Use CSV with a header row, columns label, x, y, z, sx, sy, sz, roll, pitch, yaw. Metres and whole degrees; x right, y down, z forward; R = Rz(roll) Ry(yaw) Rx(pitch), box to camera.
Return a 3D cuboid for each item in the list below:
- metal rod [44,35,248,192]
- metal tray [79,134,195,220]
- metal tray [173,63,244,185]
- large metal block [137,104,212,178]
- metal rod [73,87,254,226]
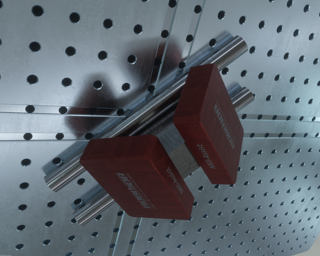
label,x,y,z,sx,sy,sz,roll,pitch,yaw
metal rod,-0.014,-0.020,0.393,0.301,0.025,0.025,-37,130,-4
metal tray,-0.023,0.063,0.369,0.090,0.030,0.130,-5,135,27
metal tray,0.065,-0.001,0.377,0.130,0.030,0.090,56,42,-39
large metal block,0.016,0.017,0.396,0.080,0.080,0.050,-36,130,-5
metal rod,0.008,0.038,0.441,0.301,0.025,0.025,-36,130,-5
